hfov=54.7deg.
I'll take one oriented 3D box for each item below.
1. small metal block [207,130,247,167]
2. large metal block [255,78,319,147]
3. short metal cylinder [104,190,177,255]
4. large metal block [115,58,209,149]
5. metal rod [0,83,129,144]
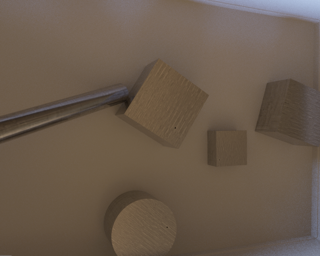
[{"bbox_3d":[0.097,0.028,0.448,0.050,0.025,0.050,-1,90,-21],"label":"small metal block"},{"bbox_3d":[0.203,-0.021,0.474,0.081,0.050,0.080,18,84,-20],"label":"large metal block"},{"bbox_3d":[-0.026,0.123,0.389,0.081,0.050,0.079,0,90,-21],"label":"short metal cylinder"},{"bbox_3d":[0.002,-0.029,0.399,0.080,0.050,0.080,34,79,-17],"label":"large metal block"},{"bbox_3d":[-0.146,0.001,0.289,0.302,0.025,0.025,-25,100,-45],"label":"metal rod"}]
